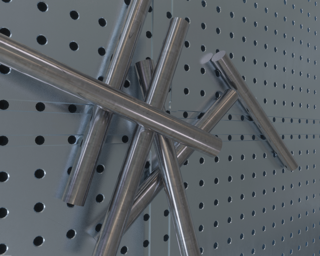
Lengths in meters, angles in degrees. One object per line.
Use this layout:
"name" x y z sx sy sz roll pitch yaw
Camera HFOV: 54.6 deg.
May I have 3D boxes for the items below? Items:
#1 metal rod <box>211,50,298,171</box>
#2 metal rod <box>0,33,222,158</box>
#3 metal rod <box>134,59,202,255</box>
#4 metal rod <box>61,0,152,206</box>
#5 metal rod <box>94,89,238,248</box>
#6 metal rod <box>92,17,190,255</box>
"metal rod" 0.181 -0.018 0.558 0.300 0.025 0.025 47 62 -30
"metal rod" -0.062 -0.034 0.308 0.301 0.025 0.025 24 74 -22
"metal rod" 0.015 0.062 0.387 0.025 0.025 0.299 -12 87 -39
"metal rod" -0.052 -0.060 0.363 0.025 0.025 0.299 26 74 -37
"metal rod" 0.025 0.039 0.428 0.301 0.025 0.025 -45 117 -30
"metal rod" -0.020 0.010 0.354 0.025 0.025 0.299 26 76 -37
